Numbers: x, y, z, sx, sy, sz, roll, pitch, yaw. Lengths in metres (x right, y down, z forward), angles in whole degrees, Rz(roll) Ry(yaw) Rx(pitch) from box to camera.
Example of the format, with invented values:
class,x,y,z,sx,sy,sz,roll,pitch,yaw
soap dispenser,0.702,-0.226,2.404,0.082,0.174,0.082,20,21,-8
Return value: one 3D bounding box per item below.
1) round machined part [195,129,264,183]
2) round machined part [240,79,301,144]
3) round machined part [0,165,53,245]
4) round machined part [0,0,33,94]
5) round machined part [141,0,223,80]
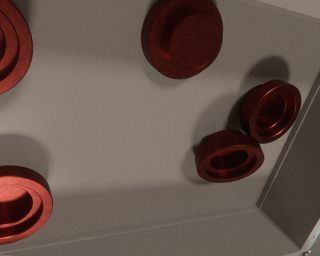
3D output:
class,x,y,z,sx,sy,sz,roll,pitch,yaw
round machined part,0.100,0.039,0.463,0.099,0.042,0.097,-5,140,-4
round machined part,0.161,-0.028,0.470,0.099,0.042,0.097,-14,124,-22
round machined part,-0.177,0.082,0.353,0.099,0.042,0.097,-14,125,-21
round machined part,-0.162,-0.076,0.262,0.099,0.042,0.097,-14,125,-21
round machined part,0.032,-0.101,0.354,0.099,0.042,0.097,-14,125,-21
